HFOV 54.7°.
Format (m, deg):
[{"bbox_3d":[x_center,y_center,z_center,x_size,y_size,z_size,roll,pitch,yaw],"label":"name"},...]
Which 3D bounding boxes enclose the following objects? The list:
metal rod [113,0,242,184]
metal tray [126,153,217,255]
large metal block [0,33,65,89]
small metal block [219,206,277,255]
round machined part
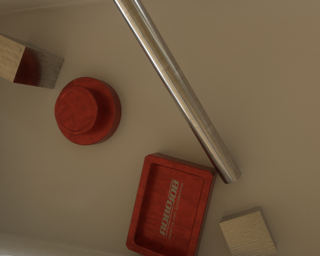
[{"bbox_3d":[0.011,-0.061,0.343,0.025,0.025,0.299,-28,105,18],"label":"metal rod"},{"bbox_3d":[0.014,0.106,0.402,0.090,0.030,0.129,14,95,19],"label":"metal tray"},{"bbox_3d":[-0.204,-0.099,0.451,0.080,0.080,0.050,26,99,18],"label":"large metal block"},{"bbox_3d":[0.106,0.128,0.373,0.050,0.025,0.050,-24,82,18],"label":"small metal block"},{"bbox_3d":[-0.108,-0.024,0.438,0.098,0.042,0.097,0,90,19],"label":"round machined part"}]
